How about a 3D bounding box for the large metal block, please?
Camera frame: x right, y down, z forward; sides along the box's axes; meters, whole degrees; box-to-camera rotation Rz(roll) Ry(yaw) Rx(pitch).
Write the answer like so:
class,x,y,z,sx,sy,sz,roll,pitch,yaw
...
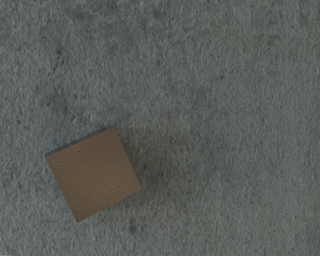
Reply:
class,x,y,z,sx,sy,sz,roll,pitch,yaw
large metal block,-0.080,0.051,0.367,0.081,0.050,0.080,-25,99,-19
